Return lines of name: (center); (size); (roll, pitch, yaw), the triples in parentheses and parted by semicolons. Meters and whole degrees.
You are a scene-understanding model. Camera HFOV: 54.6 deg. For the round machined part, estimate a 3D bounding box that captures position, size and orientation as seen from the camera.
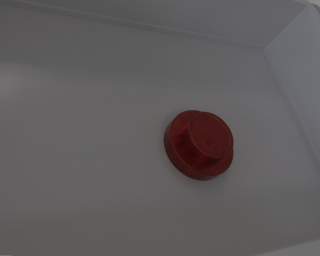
round machined part: (0.058, 0.017, 0.415); (0.099, 0.042, 0.098); (13, 56, -21)
